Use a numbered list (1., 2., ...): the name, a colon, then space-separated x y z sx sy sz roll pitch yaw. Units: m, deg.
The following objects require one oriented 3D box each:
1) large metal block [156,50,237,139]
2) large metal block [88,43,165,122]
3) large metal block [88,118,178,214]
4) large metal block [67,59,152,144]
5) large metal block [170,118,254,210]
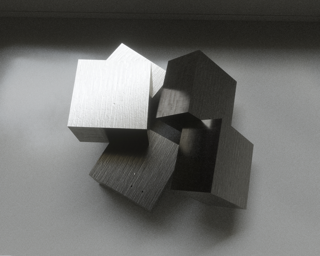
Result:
1. large metal block: 0.048 -0.036 0.386 0.080 0.050 0.080 28 64 -38
2. large metal block: -0.042 -0.052 0.414 0.080 0.050 0.080 34 73 11
3. large metal block: -0.025 0.046 0.374 0.080 0.050 0.080 28 72 9
4. large metal block: -0.051 -0.028 0.350 0.081 0.050 0.080 2 69 1
5. large metal block: 0.063 0.043 0.357 0.050 0.080 0.080 -5 64 40
